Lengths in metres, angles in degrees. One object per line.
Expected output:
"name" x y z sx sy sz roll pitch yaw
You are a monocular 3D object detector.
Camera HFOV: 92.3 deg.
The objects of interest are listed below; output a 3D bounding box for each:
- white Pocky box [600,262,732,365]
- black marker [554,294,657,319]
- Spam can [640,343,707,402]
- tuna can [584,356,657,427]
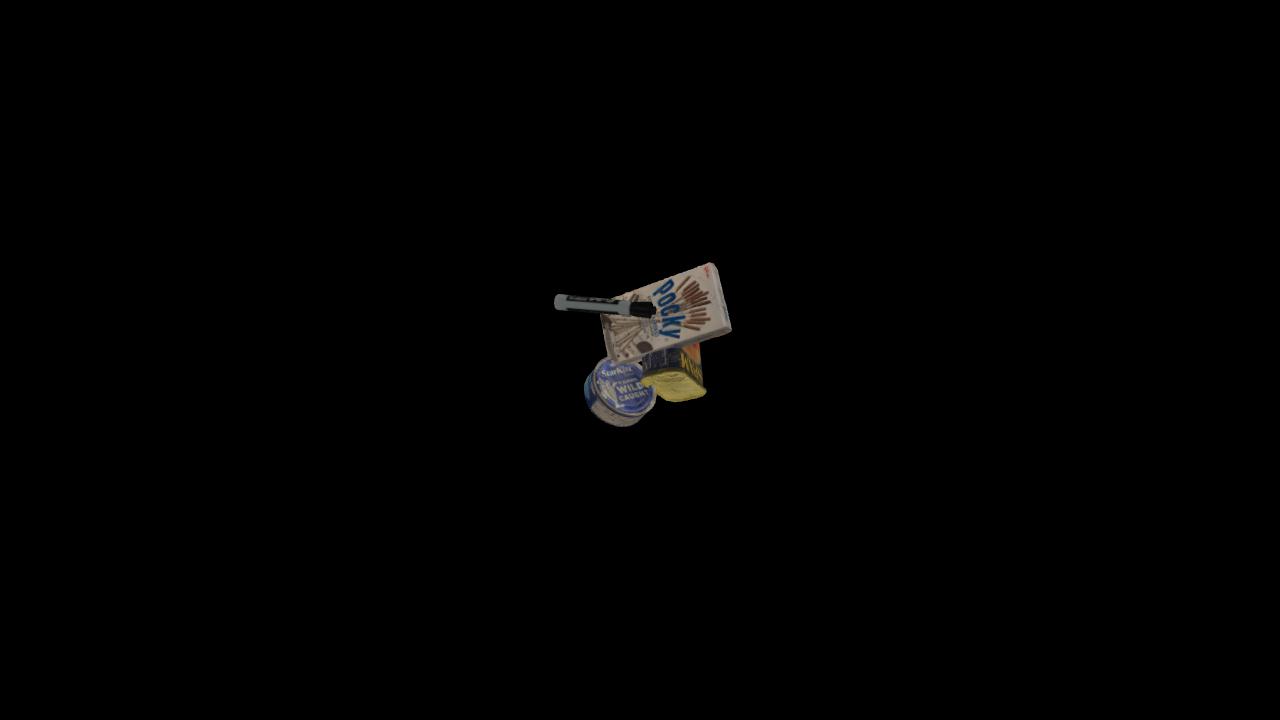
"white Pocky box" 0.027 -0.051 0.731 0.154 0.084 0.028 -18 -16 23
"black marker" -0.040 -0.061 0.700 0.121 0.020 0.020 7 2 18
"Spam can" 0.040 -0.004 0.767 0.058 0.085 0.101 -14 -26 22
"tuna can" -0.024 0.038 0.739 0.084 0.084 0.034 0 -33 -34
